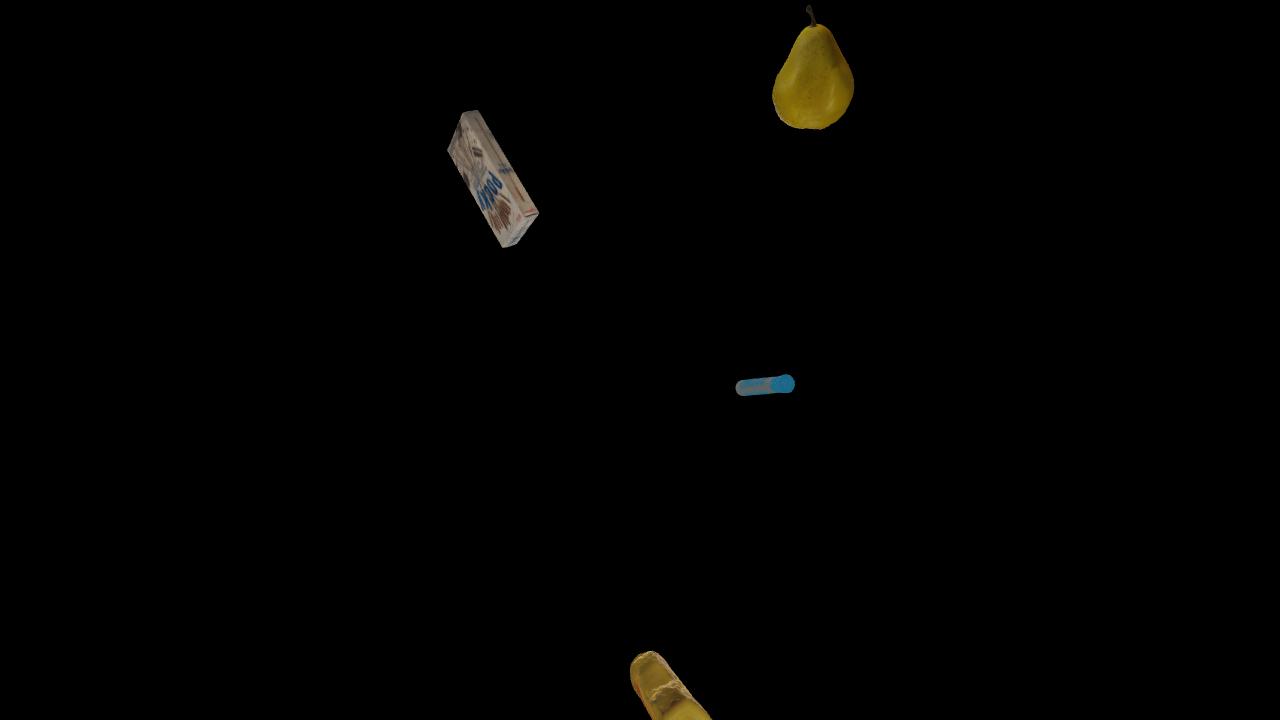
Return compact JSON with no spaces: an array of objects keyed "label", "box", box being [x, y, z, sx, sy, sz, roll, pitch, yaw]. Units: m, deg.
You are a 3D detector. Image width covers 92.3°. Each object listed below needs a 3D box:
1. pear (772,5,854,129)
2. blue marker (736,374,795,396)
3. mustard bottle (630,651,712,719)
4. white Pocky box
[{"label":"pear","box":[0.175,-0.290,0.608,0.080,0.111,0.080,0,43,0]},{"label":"blue marker","box":[0.132,0.028,0.658,0.020,0.020,0.121,0,-4,-12]},{"label":"mustard bottle","box":[0.028,0.381,0.695,0.054,0.092,0.184,-35,9,-14]},{"label":"white Pocky box","box":[-0.191,-0.231,0.792,0.028,0.154,0.084,-29,-2,-37]}]
